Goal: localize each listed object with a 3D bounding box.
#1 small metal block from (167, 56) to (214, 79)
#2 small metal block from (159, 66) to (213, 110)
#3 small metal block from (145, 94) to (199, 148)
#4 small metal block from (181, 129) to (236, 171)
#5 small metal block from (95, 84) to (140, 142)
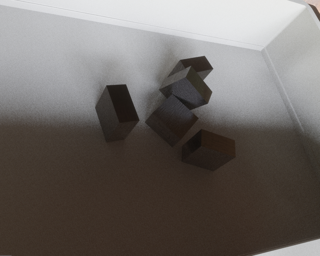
[{"bbox_3d":[0.043,-0.079,0.463,0.050,0.050,0.025,-18,71,-36],"label":"small metal block"},{"bbox_3d":[0.036,-0.052,0.433,0.050,0.050,0.025,46,48,-24],"label":"small metal block"},{"bbox_3d":[0.017,-0.010,0.423,0.050,0.025,0.050,43,51,1],"label":"small metal block"},{"bbox_3d":[0.063,0.030,0.407,0.050,0.050,0.025,18,55,-18],"label":"small metal block"},{"bbox_3d":[-0.053,-0.017,0.373,0.025,0.050,0.050,-8,66,-32],"label":"small metal block"}]
